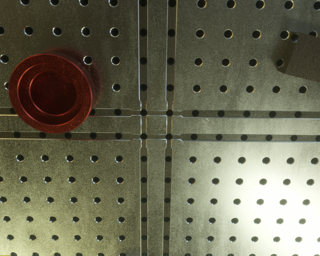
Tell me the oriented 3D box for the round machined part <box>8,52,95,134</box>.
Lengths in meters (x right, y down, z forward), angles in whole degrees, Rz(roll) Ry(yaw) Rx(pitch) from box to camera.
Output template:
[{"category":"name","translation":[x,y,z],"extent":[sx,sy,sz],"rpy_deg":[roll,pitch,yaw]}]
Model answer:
[{"category":"round machined part","translation":[-0.130,-0.046,0.386],"extent":[0.099,0.042,0.097],"rpy_deg":[0,110,0]}]

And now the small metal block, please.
[{"category":"small metal block","translation":[0.182,-0.087,0.383],"extent":[0.050,0.025,0.050],"rpy_deg":[13,110,-5]}]
